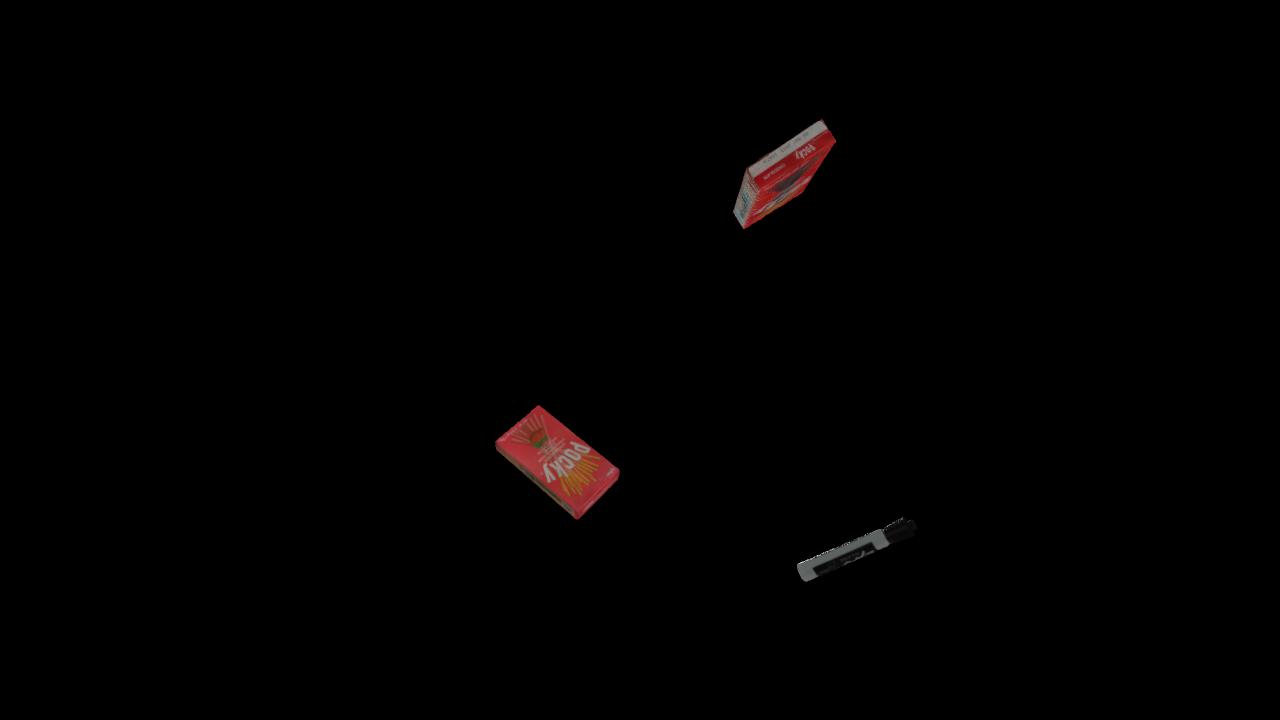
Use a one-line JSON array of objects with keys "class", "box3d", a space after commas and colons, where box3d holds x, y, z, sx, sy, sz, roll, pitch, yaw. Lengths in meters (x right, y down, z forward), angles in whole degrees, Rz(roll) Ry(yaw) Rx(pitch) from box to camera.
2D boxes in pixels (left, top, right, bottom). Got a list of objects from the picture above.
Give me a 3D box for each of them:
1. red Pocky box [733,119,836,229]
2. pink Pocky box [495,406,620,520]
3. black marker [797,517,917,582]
[{"class": "red Pocky box", "box3d": [0.140, -0.180, 0.619, 0.083, 0.028, 0.155, -34, -3, 3]}, {"class": "pink Pocky box", "box3d": [-0.111, 0.135, 0.829, 0.155, 0.029, 0.084, 36, 56, 19]}, {"class": "black marker", "box3d": [0.209, 0.183, 0.594, 0.121, 0.020, 0.020, -33, -14, 23]}]
